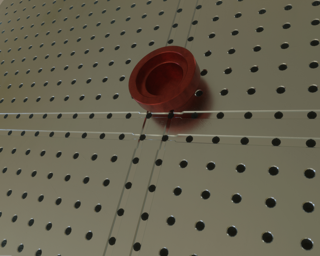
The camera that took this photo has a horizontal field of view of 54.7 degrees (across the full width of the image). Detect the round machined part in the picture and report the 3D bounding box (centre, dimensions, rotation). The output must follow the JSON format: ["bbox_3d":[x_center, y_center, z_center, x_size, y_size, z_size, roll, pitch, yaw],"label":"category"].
[{"bbox_3d":[0.010,-0.063,0.430,0.098,0.042,0.098,-13,56,20],"label":"round machined part"}]
